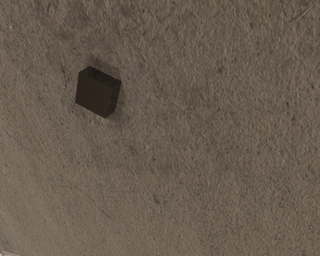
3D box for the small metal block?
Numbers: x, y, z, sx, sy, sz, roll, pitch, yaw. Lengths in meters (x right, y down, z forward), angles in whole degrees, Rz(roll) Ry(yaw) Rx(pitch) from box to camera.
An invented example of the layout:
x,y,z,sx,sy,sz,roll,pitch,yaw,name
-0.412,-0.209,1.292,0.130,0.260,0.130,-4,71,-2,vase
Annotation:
x,y,z,sx,sy,sz,roll,pitch,yaw,name
-0.084,-0.048,0.420,0.050,0.025,0.050,28,128,10,small metal block
